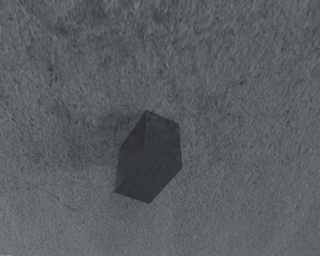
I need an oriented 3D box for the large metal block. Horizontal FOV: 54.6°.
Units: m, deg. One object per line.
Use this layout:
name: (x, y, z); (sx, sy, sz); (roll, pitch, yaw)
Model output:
large metal block: (-0.016, 0.037, 0.402); (0.050, 0.080, 0.080); (24, 126, -19)
